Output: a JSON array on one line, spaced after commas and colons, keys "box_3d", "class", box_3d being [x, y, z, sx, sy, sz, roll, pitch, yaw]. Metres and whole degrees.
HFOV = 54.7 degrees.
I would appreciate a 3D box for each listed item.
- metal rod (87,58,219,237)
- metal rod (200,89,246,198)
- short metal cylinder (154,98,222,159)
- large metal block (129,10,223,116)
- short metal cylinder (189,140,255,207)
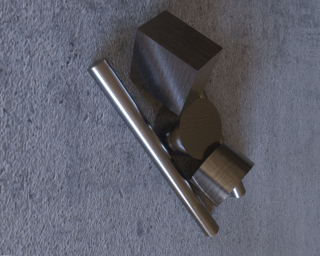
[{"box_3d": [0.004, 0.042, 0.408, 0.025, 0.025, 0.299, -48, 119, -29], "class": "metal rod"}, {"box_3d": [0.069, -0.018, 0.463, 0.025, 0.025, 0.299, -40, 114, -33], "class": "metal rod"}, {"box_3d": [0.039, 0.001, 0.422, 0.081, 0.050, 0.080, 0, 90, -40], "class": "short metal cylinder"}, {"box_3d": [0.015, -0.074, 0.362, 0.080, 0.080, 0.050, 38, 58, 13], "class": "large metal block"}, {"box_3d": [0.087, 0.064, 0.435, 0.050, 0.080, 0.080, 41, 55, 15], "class": "short metal cylinder"}]
